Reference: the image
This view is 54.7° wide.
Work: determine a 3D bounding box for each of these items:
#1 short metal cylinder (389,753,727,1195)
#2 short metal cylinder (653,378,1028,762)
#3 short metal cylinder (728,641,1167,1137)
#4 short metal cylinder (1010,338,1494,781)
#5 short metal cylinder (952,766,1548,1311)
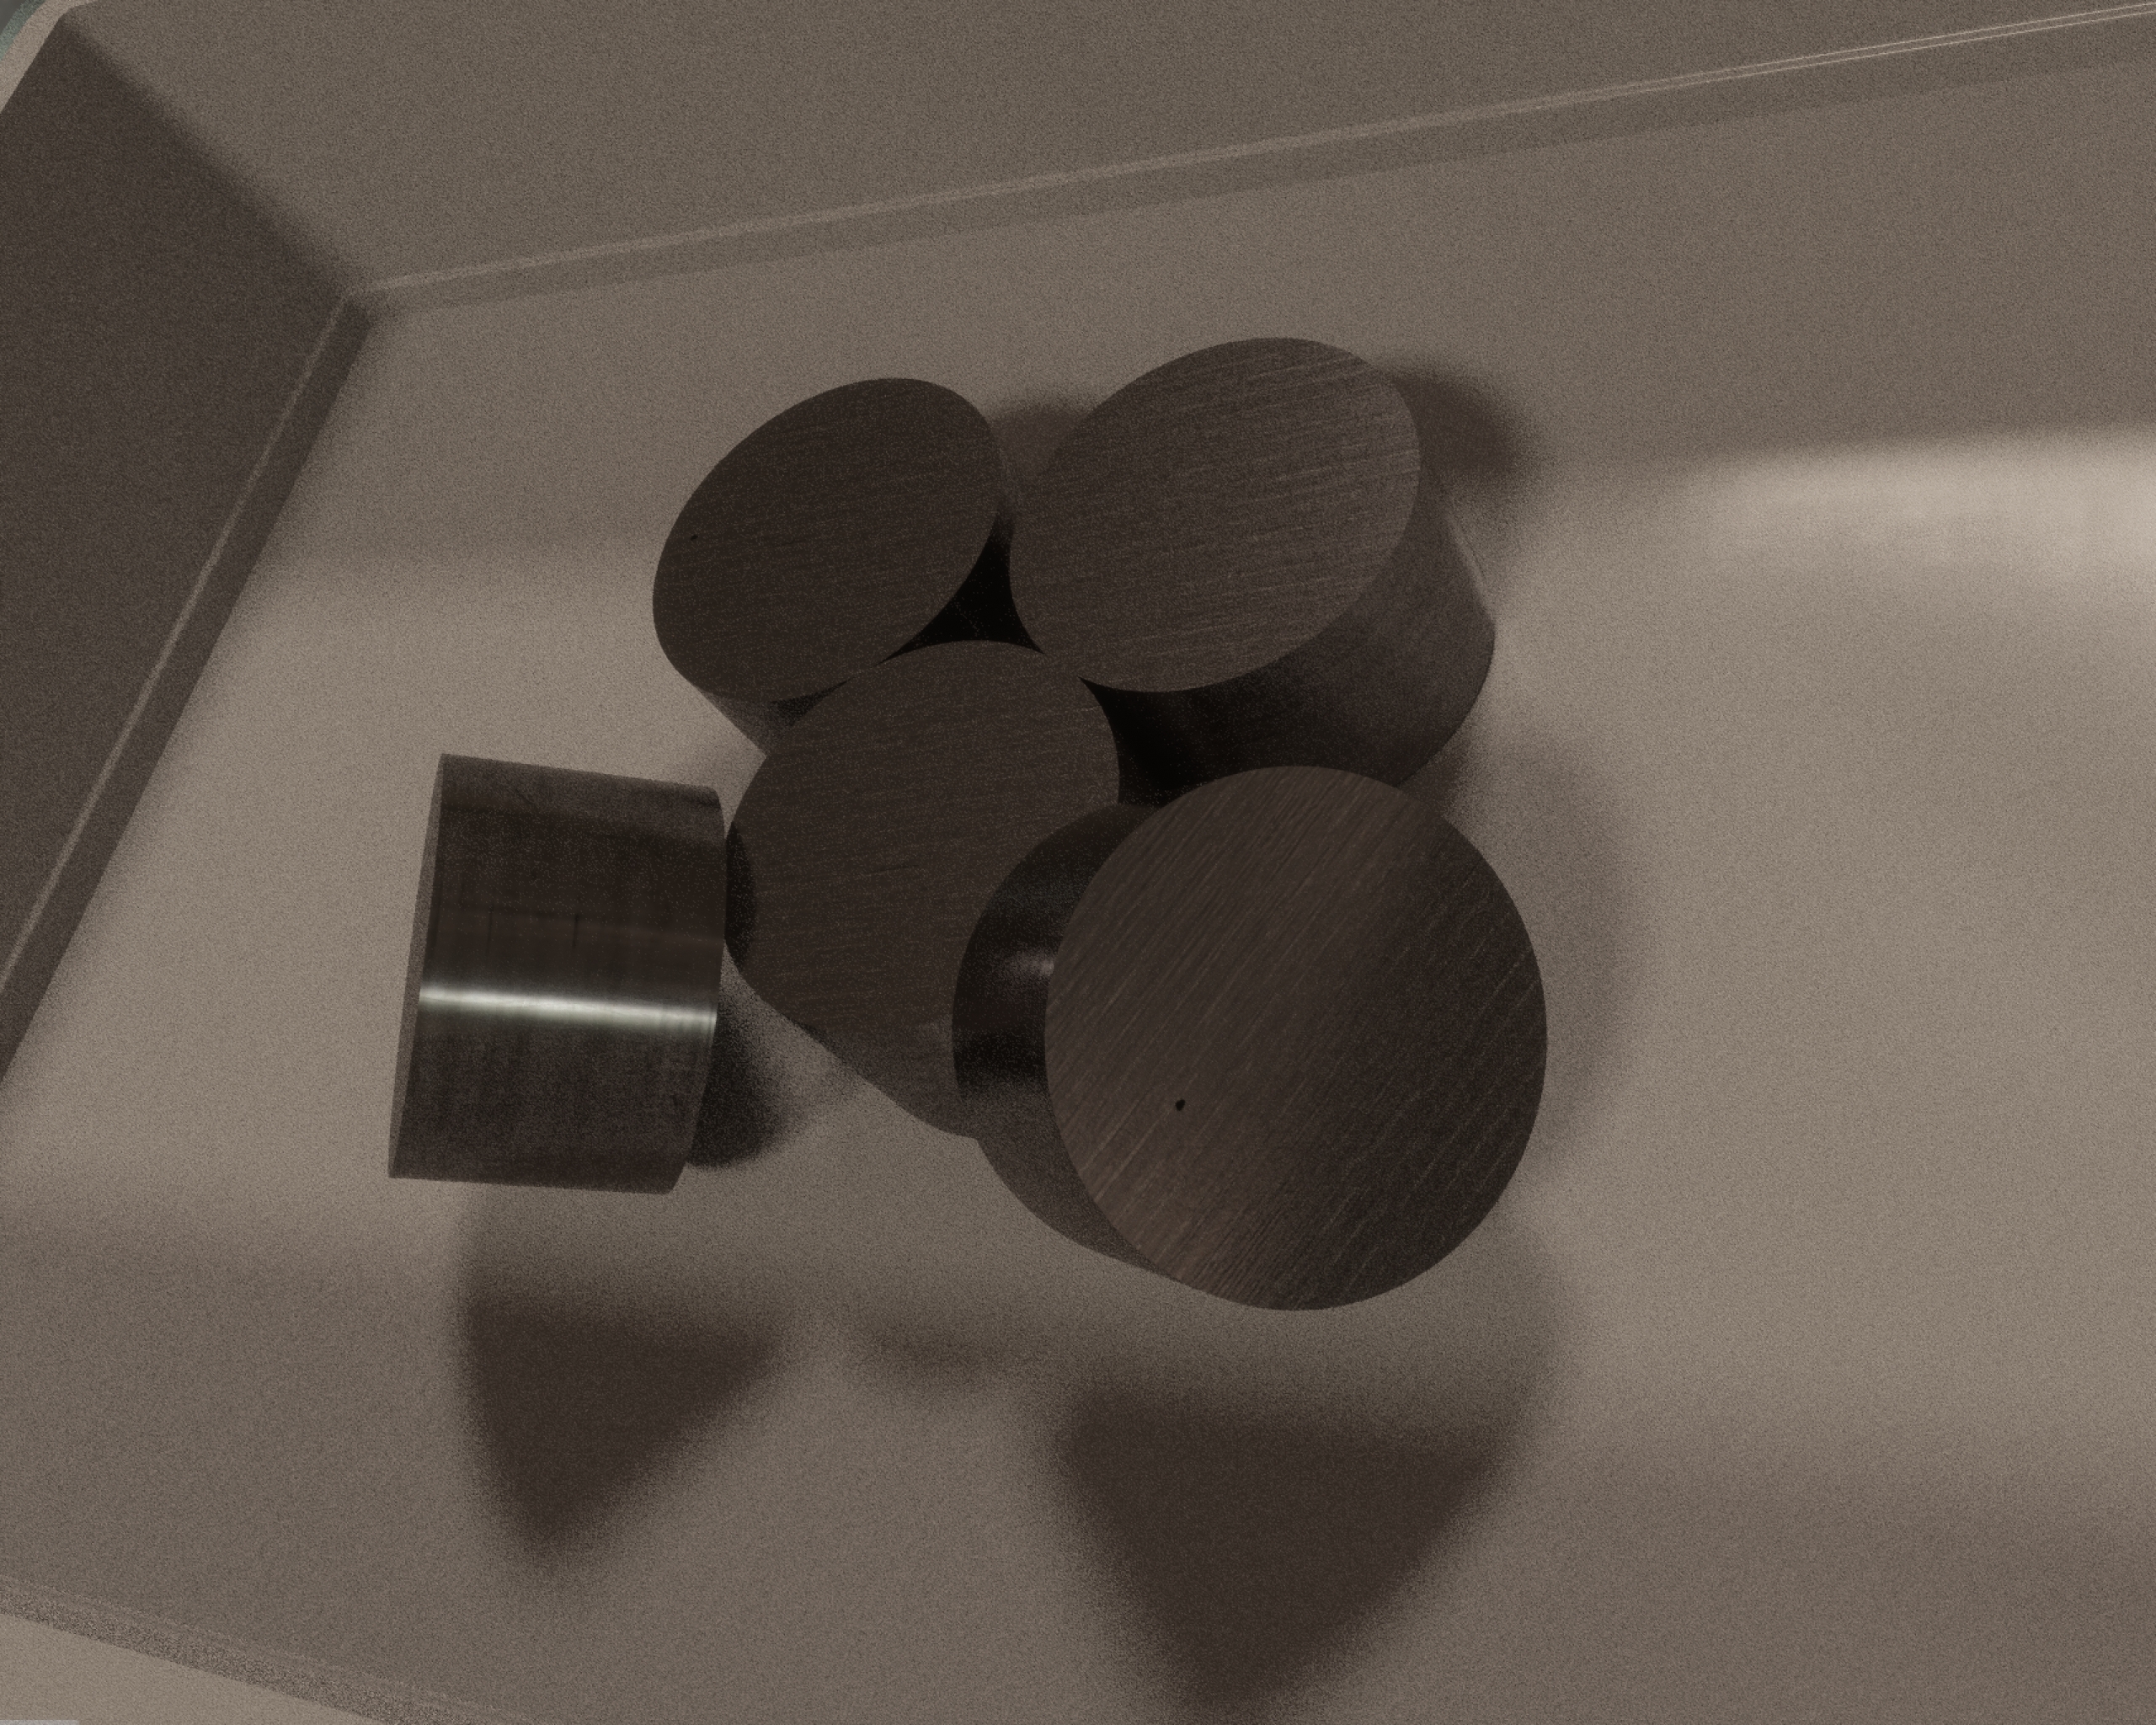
[{"bbox_3d":[-0.101,0.022,0.399,0.050,0.080,0.080,7,54,-19],"label":"short metal cylinder"},{"bbox_3d":[-0.041,-0.055,0.440,0.080,0.050,0.080,-13,56,20],"label":"short metal cylinder"},{"bbox_3d":[-0.019,0.006,0.391,0.080,0.050,0.080,-13,56,20],"label":"short metal cylinder"},{"bbox_3d":[0.034,-0.053,0.402,0.080,0.050,0.080,-13,56,20],"label":"short metal cylinder"},{"bbox_3d":[0.026,0.027,0.329,0.080,0.080,0.050,-58,14,-13],"label":"short metal cylinder"}]
